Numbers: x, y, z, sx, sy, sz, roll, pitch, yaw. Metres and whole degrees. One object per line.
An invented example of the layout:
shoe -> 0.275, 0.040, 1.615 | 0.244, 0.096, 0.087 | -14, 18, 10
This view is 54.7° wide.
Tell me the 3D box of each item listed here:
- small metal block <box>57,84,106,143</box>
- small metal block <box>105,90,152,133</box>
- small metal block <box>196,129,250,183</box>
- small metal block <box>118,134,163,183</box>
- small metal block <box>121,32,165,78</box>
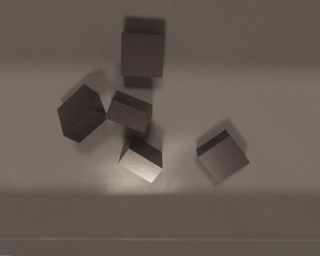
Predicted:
small metal block -> -0.098, -0.018, 0.387 | 0.050, 0.050, 0.025 | -40, 139, 13
small metal block -> -0.038, -0.022, 0.389 | 0.050, 0.050, 0.025 | 21, 107, -8
small metal block -> 0.086, 0.039, 0.427 | 0.050, 0.025, 0.050 | -36, 107, 12
small metal block -> -0.025, 0.039, 0.412 | 0.050, 0.050, 0.025 | 33, 107, -12
small metal block -> -0.021, -0.090, 0.378 | 0.050, 0.025, 0.050 | 3, 110, -2
